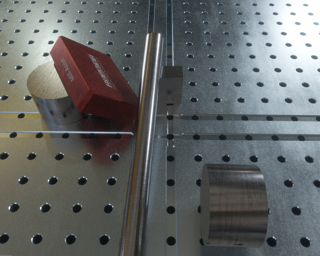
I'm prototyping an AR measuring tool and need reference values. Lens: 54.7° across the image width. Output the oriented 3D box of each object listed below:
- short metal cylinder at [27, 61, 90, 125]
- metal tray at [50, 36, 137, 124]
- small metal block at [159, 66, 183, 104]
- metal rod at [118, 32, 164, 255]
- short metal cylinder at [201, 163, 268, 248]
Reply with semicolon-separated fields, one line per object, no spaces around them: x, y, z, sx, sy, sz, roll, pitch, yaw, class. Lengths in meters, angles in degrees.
-0.136;-0.051;0.433;0.081;0.050;0.080;0;50;1;short metal cylinder
-0.088;-0.067;0.425;0.091;0.030;0.130;14;33;-47;metal tray
0.006;-0.061;0.443;0.050;0.050;0.025;-1;50;-1;small metal block
-0.019;0.008;0.361;0.025;0.025;0.299;3;62;3;metal rod
0.069;0.076;0.308;0.050;0.080;0.080;2;50;1;short metal cylinder
